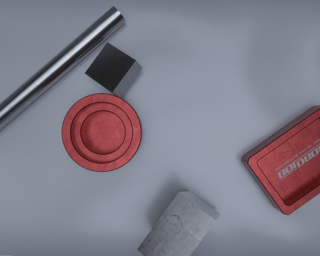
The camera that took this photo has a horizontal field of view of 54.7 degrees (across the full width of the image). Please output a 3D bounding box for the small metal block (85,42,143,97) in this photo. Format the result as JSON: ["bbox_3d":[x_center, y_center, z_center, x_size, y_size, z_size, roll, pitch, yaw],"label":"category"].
[{"bbox_3d":[-0.060,-0.075,0.403,0.050,0.025,0.050,36,89,20],"label":"small metal block"}]

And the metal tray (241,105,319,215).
[{"bbox_3d":[0.188,0.041,0.411,0.130,0.030,0.090,-35,90,-1],"label":"metal tray"}]

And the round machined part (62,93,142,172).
[{"bbox_3d":[-0.072,0.005,0.402,0.099,0.042,0.097,0,90,-1],"label":"round machined part"}]

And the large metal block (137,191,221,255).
[{"bbox_3d":[0.027,0.125,0.379,0.050,0.080,0.080,36,90,18],"label":"large metal block"}]

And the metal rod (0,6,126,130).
[{"bbox_3d":[-0.167,-0.053,0.409,0.300,0.025,0.025,-41,91,-1],"label":"metal rod"}]
